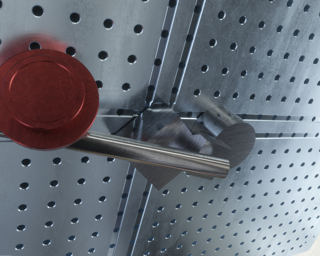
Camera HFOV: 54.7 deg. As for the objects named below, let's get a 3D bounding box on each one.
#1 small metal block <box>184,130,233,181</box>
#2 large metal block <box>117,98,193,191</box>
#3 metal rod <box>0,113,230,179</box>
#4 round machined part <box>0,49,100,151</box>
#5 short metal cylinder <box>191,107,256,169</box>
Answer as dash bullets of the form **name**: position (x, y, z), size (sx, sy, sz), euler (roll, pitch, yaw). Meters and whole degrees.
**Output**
- **small metal block**: position (0.057, 0.036, 0.399), size (0.050, 0.025, 0.050), euler (20, 108, -36)
- **large metal block**: position (-0.001, 0.022, 0.407), size (0.080, 0.050, 0.080), euler (-40, 130, -2)
- **metal rod**: position (-0.065, 0.017, 0.331), size (0.302, 0.025, 0.025), euler (13, 113, -16)
- **round machined part**: position (-0.107, -0.029, 0.290), size (0.099, 0.042, 0.097), euler (3, 79, -17)
- **short metal cylinder**: position (0.092, 0.015, 0.457), size (0.081, 0.050, 0.079), euler (-14, 125, -21)
